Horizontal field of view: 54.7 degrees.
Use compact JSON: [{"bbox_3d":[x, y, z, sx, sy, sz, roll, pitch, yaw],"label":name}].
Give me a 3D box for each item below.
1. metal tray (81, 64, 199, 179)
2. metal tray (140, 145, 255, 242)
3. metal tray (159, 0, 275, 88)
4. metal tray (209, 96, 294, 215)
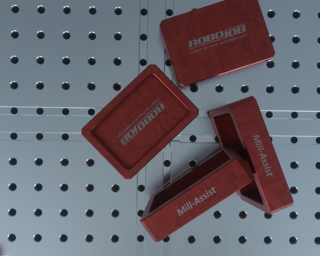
[{"bbox_3d":[-0.025,-0.008,0.410,0.130,0.030,0.090,-44,91,0],"label":"metal tray"},{"bbox_3d":[0.043,0.074,0.373,0.130,0.090,0.030,-35,91,7],"label":"metal tray"},{"bbox_3d":[0.074,-0.114,0.412,0.131,0.030,0.090,-18,90,-1],"label":"metal tray"},{"bbox_3d":[0.107,0.031,0.380,0.030,0.090,0.129,-20,90,-7],"label":"metal tray"}]
